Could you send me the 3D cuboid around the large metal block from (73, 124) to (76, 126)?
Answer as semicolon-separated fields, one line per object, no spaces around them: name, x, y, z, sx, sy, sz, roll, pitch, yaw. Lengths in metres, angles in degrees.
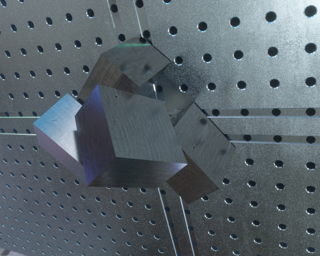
large metal block;-0.087;0.020;0.451;0.080;0.050;0.080;43;129;-2

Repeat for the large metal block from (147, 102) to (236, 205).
large metal block;0.037;0.029;0.371;0.080;0.080;0.050;47;129;-5

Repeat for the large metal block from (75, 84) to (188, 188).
large metal block;-0.030;0.011;0.306;0.050;0.081;0.080;-45;50;34

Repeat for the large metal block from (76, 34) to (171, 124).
large metal block;-0.043;-0.053;0.362;0.050;0.080;0.080;41;129;0

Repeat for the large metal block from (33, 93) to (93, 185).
large metal block;-0.099;0.017;0.371;0.080;0.050;0.080;41;154;0
